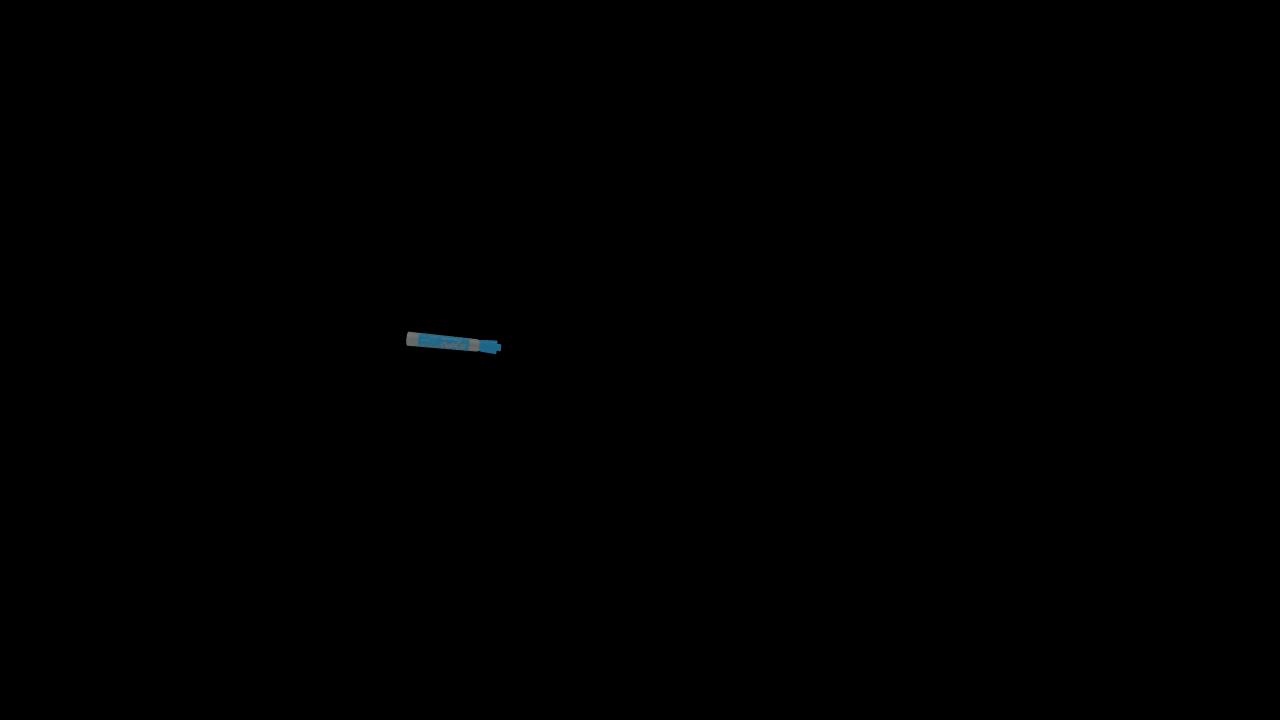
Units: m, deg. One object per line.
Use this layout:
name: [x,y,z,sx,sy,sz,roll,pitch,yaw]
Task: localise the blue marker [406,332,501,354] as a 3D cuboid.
blue marker: [-0.247,-0.022,0.821,0.121,0.020,0.020,6,-1,-13]
